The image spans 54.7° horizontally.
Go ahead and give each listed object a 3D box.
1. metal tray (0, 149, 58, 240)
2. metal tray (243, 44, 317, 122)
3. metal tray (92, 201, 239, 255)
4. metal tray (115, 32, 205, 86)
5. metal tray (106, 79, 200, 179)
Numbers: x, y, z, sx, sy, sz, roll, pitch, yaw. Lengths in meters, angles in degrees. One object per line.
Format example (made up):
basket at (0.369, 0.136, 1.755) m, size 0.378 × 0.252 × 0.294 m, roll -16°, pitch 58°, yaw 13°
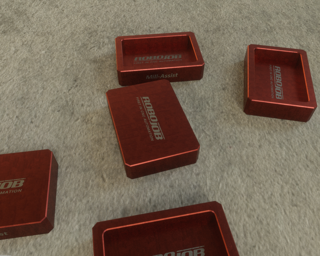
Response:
metal tray at (-0.183, 0.074, 0.336) m, size 0.131 × 0.030 × 0.090 m, roll -6°, pitch 50°, yaw -6°
metal tray at (0.174, -0.071, 0.461) m, size 0.090 × 0.030 × 0.130 m, roll 8°, pitch 50°, yaw 6°
metal tray at (0.006, 0.126, 0.293) m, size 0.131 × 0.030 × 0.090 m, roll -8°, pitch 51°, yaw -8°
metal tray at (-0.003, -0.112, 0.493) m, size 0.131 × 0.030 × 0.090 m, roll -5°, pitch 50°, yaw -5°
metal tray at (-0.013, -0.004, 0.403) m, size 0.091 × 0.030 × 0.130 m, roll -13°, pitch 51°, yaw -11°
